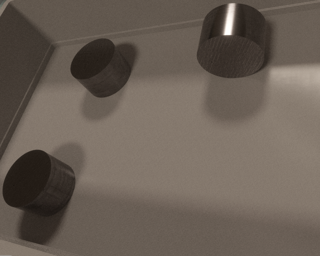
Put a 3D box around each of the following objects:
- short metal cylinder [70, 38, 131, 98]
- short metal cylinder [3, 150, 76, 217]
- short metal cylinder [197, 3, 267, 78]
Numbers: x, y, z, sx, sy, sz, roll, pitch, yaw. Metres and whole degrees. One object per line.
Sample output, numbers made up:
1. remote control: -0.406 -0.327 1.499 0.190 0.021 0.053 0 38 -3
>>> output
1. short metal cylinder: -0.094 -0.096 0.496 0.080 0.050 0.080 -13 56 20
2. short metal cylinder: -0.166 0.077 0.427 0.080 0.050 0.080 -13 56 20
3. short metal cylinder: 0.090 -0.107 0.388 0.080 0.080 0.050 -1 61 27
